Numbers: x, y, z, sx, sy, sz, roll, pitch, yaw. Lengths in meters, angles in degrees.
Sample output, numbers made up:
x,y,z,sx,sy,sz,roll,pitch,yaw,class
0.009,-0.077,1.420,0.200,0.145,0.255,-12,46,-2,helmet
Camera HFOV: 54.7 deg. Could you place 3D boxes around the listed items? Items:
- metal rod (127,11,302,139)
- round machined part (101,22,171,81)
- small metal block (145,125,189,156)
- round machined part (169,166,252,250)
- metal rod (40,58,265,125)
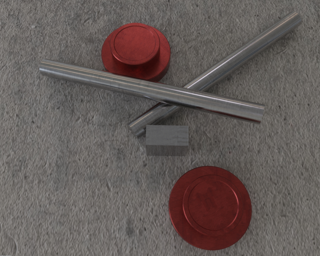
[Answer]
x,y,z,sx,sy,sz,roll,pitch,yaw,class
0.084,-0.080,0.438,0.301,0.025,0.025,-35,74,-12,metal rod
-0.034,-0.109,0.439,0.099,0.042,0.098,0,70,0,round machined part
0.008,0.017,0.389,0.050,0.050,0.025,1,70,0,small metal block
0.059,0.092,0.366,0.099,0.042,0.098,0,70,0,round machined part
-0.020,-0.051,0.404,0.301,0.025,0.025,14,70,13,metal rod
